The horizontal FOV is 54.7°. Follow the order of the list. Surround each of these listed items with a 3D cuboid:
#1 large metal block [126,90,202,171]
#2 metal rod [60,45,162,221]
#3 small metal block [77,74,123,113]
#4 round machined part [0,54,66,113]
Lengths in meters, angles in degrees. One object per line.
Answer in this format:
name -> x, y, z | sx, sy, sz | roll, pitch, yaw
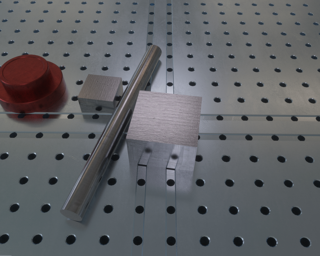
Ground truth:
large metal block -> 0.008, 0.002, 0.390 | 0.080, 0.050, 0.080 | 7, 50, 5
metal rod -> -0.052, -0.017, 0.421 | 0.025, 0.025, 0.300 | 13, 51, 10
small metal block -> -0.085, -0.050, 0.449 | 0.050, 0.025, 0.050 | 7, 50, 6
round machined part -> -0.193, -0.071, 0.455 | 0.099, 0.042, 0.098 | 0, 50, 0
